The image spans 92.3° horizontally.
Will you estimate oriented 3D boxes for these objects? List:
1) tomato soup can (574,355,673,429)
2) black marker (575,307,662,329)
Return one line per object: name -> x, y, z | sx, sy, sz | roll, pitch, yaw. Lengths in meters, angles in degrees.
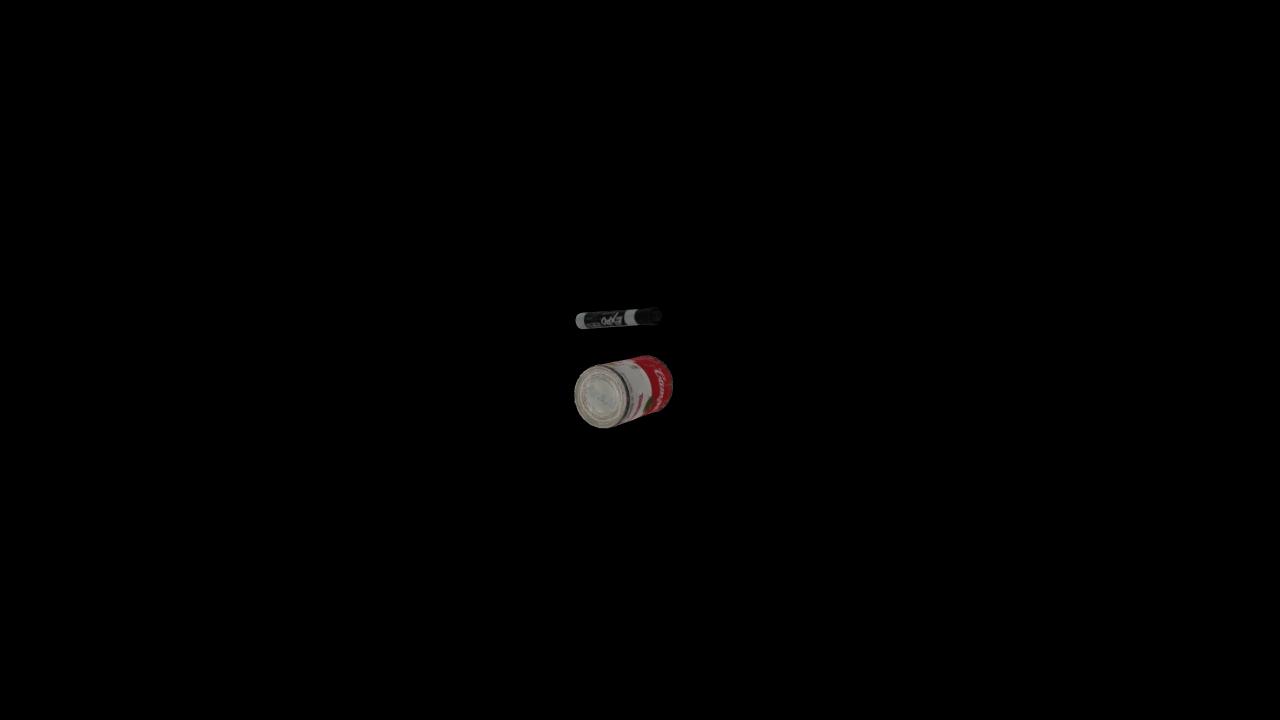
tomato soup can -> -0.016, 0.032, 0.666 | 0.068, 0.068, 0.101 | 0, 5, 30
black marker -> -0.024, -0.044, 0.656 | 0.121, 0.020, 0.020 | 0, 0, 44
